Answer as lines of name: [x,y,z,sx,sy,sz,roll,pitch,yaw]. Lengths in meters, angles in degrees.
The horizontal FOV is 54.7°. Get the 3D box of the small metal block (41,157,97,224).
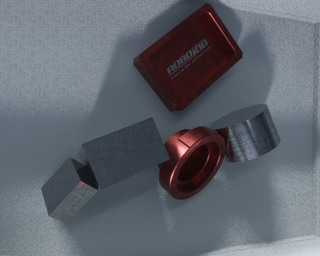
small metal block: [-0.104,0.069,0.351,0.050,0.050,0.025,-47,129,1]

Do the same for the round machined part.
round machined part: [0.036,0.040,0.399,0.099,0.042,0.097,-27,135,-30]

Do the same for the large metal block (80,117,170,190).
large metal block: [-0.045,0.032,0.361,0.081,0.080,0.050,-22,87,-19]

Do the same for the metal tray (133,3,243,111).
metal tray: [0.041,-0.096,0.423,0.130,0.030,0.090,-42,104,-16]

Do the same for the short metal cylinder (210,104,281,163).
short metal cylinder: [0.117,0.006,0.426,0.081,0.080,0.050,-27,100,-18]
